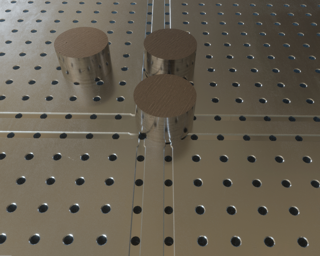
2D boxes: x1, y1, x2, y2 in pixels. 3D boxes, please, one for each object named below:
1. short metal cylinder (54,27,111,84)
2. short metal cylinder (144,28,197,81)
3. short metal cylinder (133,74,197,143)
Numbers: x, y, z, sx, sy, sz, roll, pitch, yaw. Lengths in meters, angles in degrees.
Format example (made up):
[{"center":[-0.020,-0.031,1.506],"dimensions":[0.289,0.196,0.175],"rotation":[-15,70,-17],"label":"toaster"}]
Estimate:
[{"center":[-0.119,-0.115,0.486],"dimensions":[0.081,0.050,0.080],"rotation":[0,50,0],"label":"short metal cylinder"},{"center":[0.016,-0.112,0.486],"dimensions":[0.081,0.050,0.080],"rotation":[0,50,0],"label":"short metal cylinder"},{"center":[0.006,-0.027,0.414],"dimensions":[0.081,0.050,0.080],"rotation":[0,50,0],"label":"short metal cylinder"}]
